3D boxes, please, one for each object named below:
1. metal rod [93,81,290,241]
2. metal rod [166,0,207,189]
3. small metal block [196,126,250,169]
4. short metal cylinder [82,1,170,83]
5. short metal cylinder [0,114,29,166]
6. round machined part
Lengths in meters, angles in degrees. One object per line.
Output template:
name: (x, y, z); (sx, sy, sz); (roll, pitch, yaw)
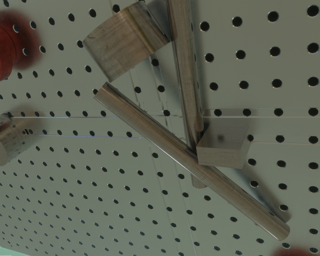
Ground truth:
metal rod: (0.047, 0.047, 0.383); (0.301, 0.025, 0.025); (38, 130, -11)
metal rod: (0.033, -0.055, 0.359); (0.025, 0.025, 0.298); (4, 121, 26)
small metal block: (0.076, 0.022, 0.368); (0.050, 0.050, 0.025); (3, 120, 27)
short metal cylinder: (-0.036, -0.092, 0.338); (0.080, 0.080, 0.050); (-26, 104, 37)
short metal cylinder: (-0.287, 0.022, 0.560); (0.080, 0.050, 0.079); (13, 124, 21)
round machined part: (-0.258, -0.118, 0.464); (0.098, 0.042, 0.097); (13, 124, 21)
